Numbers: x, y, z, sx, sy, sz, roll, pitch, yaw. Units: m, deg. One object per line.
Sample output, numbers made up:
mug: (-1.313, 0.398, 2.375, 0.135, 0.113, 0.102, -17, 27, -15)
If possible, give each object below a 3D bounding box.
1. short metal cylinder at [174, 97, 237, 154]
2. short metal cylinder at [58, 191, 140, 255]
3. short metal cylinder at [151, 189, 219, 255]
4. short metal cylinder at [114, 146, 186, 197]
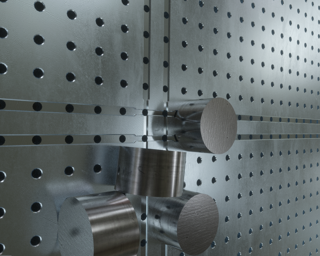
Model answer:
short metal cylinder: (0.068, -0.003, 0.452, 0.081, 0.050, 0.079, 0, 90, -40)
short metal cylinder: (-0.065, 0.108, 0.320, 0.050, 0.080, 0.079, 1, 90, -40)
short metal cylinder: (0.035, 0.126, 0.425, 0.081, 0.050, 0.079, 0, 91, -40)
short metal cylinder: (-0.011, 0.050, 0.366, 0.081, 0.080, 0.050, 9, 85, -40)
